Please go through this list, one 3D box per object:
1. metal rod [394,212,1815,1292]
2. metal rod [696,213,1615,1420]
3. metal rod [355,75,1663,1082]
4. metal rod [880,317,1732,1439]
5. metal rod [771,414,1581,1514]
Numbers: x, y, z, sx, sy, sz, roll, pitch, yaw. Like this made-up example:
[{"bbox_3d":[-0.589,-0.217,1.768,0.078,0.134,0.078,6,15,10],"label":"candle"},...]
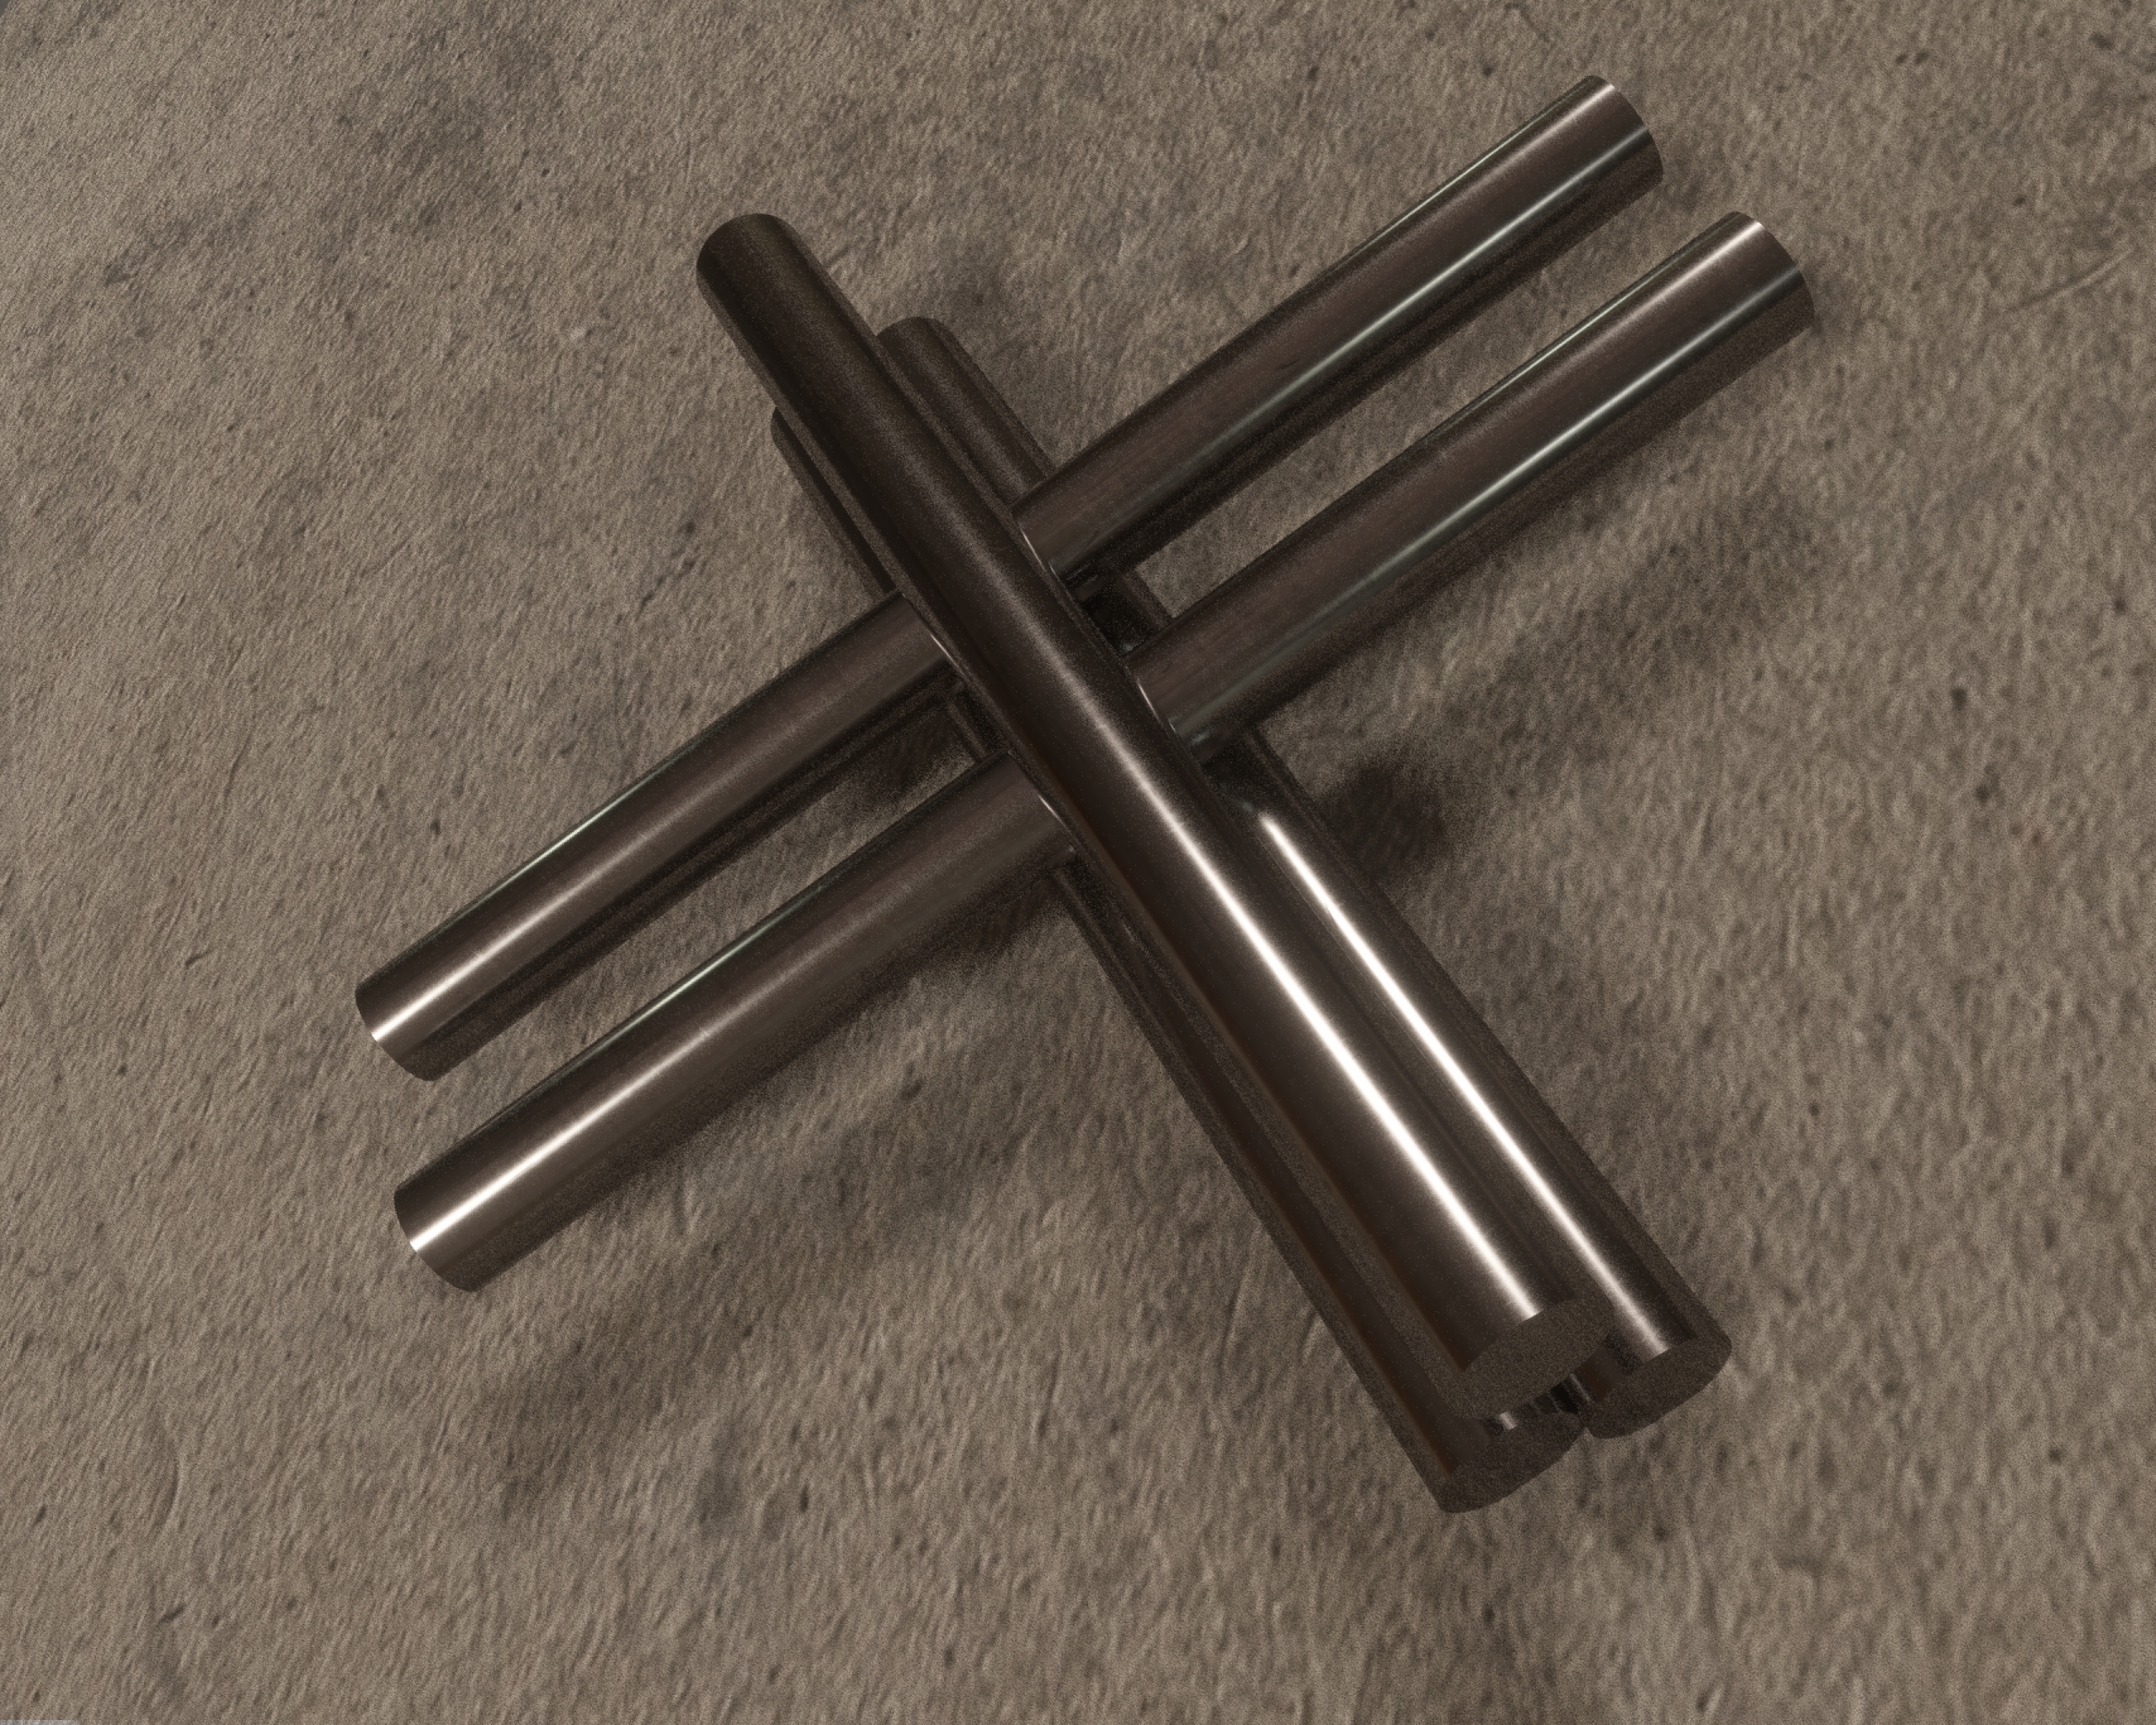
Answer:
[{"bbox_3d":[0.002,-0.018,0.382,0.300,0.025,0.025,-36,51,3],"label":"metal rod"},{"bbox_3d":[-0.006,-0.033,0.363,0.025,0.025,0.300,-37,51,3],"label":"metal rod"},{"bbox_3d":[-0.016,-0.054,0.413,0.300,0.025,0.025,-36,51,3],"label":"metal rod"},{"bbox_3d":[0.023,-0.020,0.404,0.025,0.025,0.300,-36,51,4],"label":"metal rod"},{"bbox_3d":[0.002,-0.008,0.408,0.025,0.025,0.300,-36,51,4],"label":"metal rod"}]
